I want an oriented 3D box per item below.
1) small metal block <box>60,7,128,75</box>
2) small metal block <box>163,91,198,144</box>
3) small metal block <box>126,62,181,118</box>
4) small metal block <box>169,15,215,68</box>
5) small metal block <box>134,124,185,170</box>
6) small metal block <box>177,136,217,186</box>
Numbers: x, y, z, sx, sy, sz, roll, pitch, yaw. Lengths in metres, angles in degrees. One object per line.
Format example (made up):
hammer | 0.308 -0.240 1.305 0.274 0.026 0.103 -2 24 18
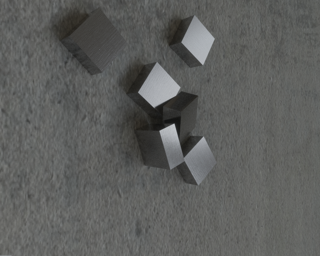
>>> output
small metal block | -0.072 -0.096 0.345 0.050 0.025 0.050 49 61 -29
small metal block | 0.027 -0.014 0.410 0.050 0.025 0.050 -43 143 -47
small metal block | -0.007 -0.048 0.400 0.050 0.025 0.050 43 64 -32
small metal block | 0.047 -0.124 0.446 0.050 0.025 0.050 38 67 -34
small metal block | -0.001 0.022 0.389 0.025 0.050 0.050 -26 107 -37
small metal block | 0.050 0.047 0.450 0.050 0.025 0.050 -44 117 -31
